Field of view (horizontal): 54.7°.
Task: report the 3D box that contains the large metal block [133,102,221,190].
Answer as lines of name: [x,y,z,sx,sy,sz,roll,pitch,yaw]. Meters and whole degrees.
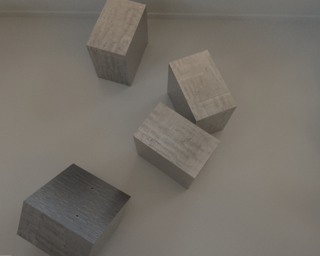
large metal block: [0.018,0.025,0.372,0.080,0.080,0.050,34,74,11]

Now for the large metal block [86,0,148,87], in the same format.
large metal block: [-0.054,-0.115,0.422,0.050,0.080,0.080,17,71,5]

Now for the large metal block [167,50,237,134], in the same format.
large metal block: [0.049,-0.038,0.395,0.050,0.080,0.080,-21,72,-8]

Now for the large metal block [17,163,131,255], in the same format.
large metal block: [-0.091,0.095,0.339,0.080,0.050,0.080,28,28,9]
